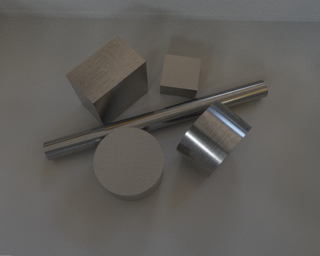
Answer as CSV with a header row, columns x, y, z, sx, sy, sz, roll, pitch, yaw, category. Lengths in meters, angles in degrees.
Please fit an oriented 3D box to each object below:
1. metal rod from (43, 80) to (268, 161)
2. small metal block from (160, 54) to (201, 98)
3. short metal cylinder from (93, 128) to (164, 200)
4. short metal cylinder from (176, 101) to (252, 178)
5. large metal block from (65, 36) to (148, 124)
x,y,z,sx,sy,sz,roll,pitch,yaw,category
0.000,-0.013,0.413,0.302,0.025,0.025,-16,71,-7,metal rod
0.029,-0.073,0.435,0.050,0.025,0.050,8,70,2,small metal block
-0.036,0.045,0.377,0.081,0.050,0.080,0,70,0,short metal cylinder
0.065,0.014,0.375,0.050,0.080,0.080,41,75,13,short metal cylinder
-0.063,-0.057,0.400,0.080,0.080,0.050,-42,76,-14,large metal block
